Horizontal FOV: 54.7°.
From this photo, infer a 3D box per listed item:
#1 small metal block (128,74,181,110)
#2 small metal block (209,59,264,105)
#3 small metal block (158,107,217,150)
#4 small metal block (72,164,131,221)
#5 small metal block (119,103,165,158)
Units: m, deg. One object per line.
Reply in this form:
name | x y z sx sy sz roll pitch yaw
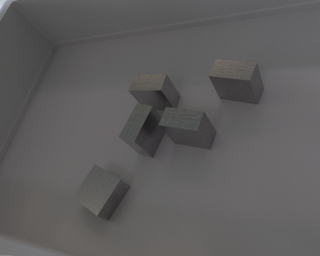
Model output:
small metal block | -0.007 -0.047 0.422 0.050 0.050 0.025 3 64 30
small metal block | 0.093 -0.056 0.375 0.050 0.050 0.025 13 69 33
small metal block | 0.034 0.001 0.372 0.050 0.050 0.025 9 66 32
small metal block | -0.075 0.081 0.395 0.050 0.025 0.050 23 74 36
small metal block | -0.019 0.004 0.398 0.025 0.050 0.050 15 69 34
